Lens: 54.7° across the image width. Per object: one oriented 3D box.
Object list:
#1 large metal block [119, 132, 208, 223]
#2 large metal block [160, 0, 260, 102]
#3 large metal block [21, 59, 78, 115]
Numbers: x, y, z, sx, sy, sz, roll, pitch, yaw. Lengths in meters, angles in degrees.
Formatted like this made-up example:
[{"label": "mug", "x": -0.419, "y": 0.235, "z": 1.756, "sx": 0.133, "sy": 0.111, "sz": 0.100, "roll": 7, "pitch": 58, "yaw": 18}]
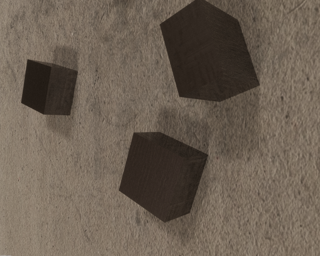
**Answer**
[{"label": "large metal block", "x": 0.003, "y": 0.056, "z": 0.385, "sx": 0.080, "sy": 0.050, "sz": 0.079, "roll": 25, "pitch": 105, "yaw": 37}, {"label": "large metal block", "x": 0.053, "y": -0.076, "z": 0.324, "sx": 0.050, "sy": 0.081, "sz": 0.080, "roll": -23, "pitch": 76, "yaw": 37}, {"label": "large metal block", "x": -0.197, "y": -0.072, "z": 0.547, "sx": 0.080, "sy": 0.050, "sz": 0.079, "roll": 21, "pitch": 103, "yaw": 37}]
